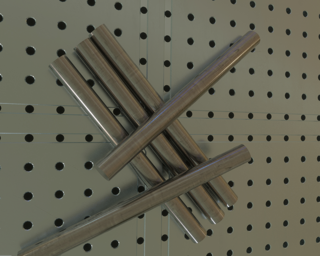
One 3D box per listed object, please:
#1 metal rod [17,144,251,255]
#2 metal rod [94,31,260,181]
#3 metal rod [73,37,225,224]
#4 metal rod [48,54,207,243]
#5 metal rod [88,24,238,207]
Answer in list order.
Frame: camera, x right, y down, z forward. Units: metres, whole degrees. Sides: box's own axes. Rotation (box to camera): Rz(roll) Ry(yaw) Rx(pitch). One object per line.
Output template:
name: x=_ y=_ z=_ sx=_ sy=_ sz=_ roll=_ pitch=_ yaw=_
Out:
metal rod: x=-0.022 y=0.093 z=0.383 sx=0.302 sy=0.025 sz=0.025 roll=-24 pitch=99 yaw=-11
metal rod: x=0.037 y=-0.043 z=0.406 sx=0.301 sy=0.025 sz=0.025 roll=-42 pitch=104 yaw=-24
metal rod: x=-0.007 y=0.013 z=0.411 sx=0.025 sy=0.025 sz=0.300 roll=-41 pitch=103 yaw=-16
metal rod: x=-0.034 y=0.036 z=0.401 sx=0.025 sy=0.025 sz=0.300 roll=-41 pitch=103 yaw=-16
metal rod: x=0.012 y=-0.007 z=0.418 sx=0.025 sy=0.025 sz=0.300 roll=-42 pitch=104 yaw=-15
